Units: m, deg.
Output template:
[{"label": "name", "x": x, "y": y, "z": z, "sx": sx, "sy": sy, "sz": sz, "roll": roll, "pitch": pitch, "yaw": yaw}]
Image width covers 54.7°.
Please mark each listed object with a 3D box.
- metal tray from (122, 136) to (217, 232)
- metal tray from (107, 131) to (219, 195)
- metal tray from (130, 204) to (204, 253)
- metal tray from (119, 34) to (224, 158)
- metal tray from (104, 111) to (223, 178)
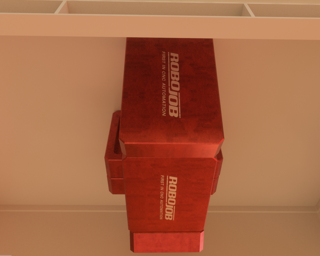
[{"label": "metal tray", "x": 0.008, "y": 0.067, "z": 0.342, "sx": 0.091, "sy": 0.030, "sz": 0.129, "roll": 0, "pitch": 130, "yaw": -1}, {"label": "metal tray", "x": 0.003, "y": 0.041, "z": 0.400, "sx": 0.131, "sy": 0.090, "sz": 0.030, "roll": 1, "pitch": 130, "yaw": -1}, {"label": "metal tray", "x": 0.008, "y": 0.119, "z": 0.438, "sx": 0.091, "sy": 0.130, "sz": 0.030, "roll": 0, "pitch": 109, "yaw": -1}, {"label": "metal tray", "x": 0.010, "y": -0.036, "z": 0.307, "sx": 0.091, "sy": 0.130, "sz": 0.030, "roll": 1, "pitch": 150, "yaw": -1}, {"label": "metal tray", "x": 0.004, "y": 0.018, "z": 0.380, "sx": 0.131, "sy": 0.090, "sz": 0.030, "roll": 1, "pitch": 130, "yaw": -1}]
